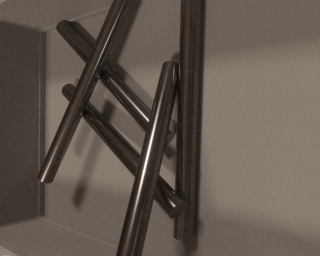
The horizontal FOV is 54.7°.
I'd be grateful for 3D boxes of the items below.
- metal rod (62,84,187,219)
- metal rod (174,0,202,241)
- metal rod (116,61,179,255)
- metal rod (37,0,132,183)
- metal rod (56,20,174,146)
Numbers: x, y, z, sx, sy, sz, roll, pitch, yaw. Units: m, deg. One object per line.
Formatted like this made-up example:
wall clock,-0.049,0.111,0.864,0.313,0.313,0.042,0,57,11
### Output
metal rod,-0.068,0.014,0.443,0.300,0.025,0.025,42,115,37
metal rod,0.034,-0.015,0.377,0.025,0.025,0.298,3,92,39
metal rod,-0.015,0.057,0.337,0.025,0.025,0.299,-7,60,39
metal rod,-0.117,-0.047,0.460,0.025,0.025,0.298,37,107,33
metal rod,-0.081,-0.081,0.471,0.300,0.025,0.025,47,118,29
